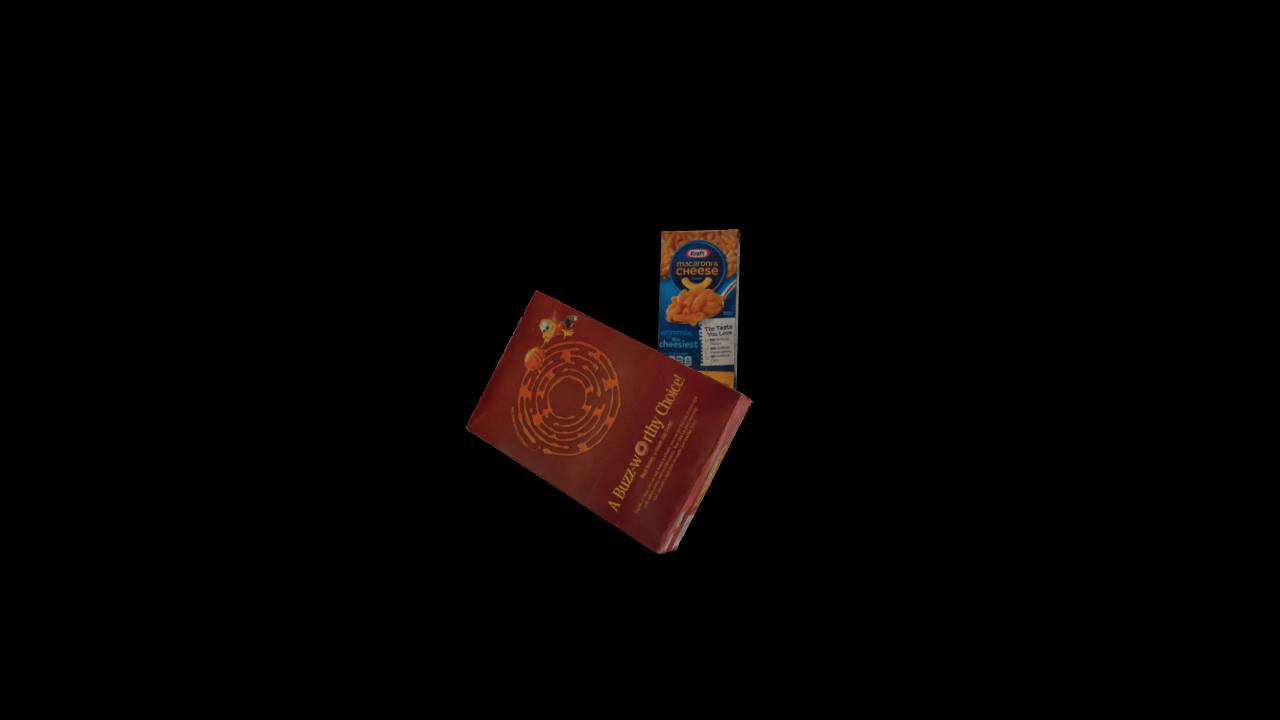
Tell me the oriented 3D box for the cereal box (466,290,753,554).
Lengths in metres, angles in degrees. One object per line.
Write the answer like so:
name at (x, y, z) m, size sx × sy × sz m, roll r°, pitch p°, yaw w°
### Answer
cereal box at (-0.045, 0.067, 0.755) m, size 0.306 × 0.203 × 0.081 m, roll 27°, pitch 0°, yaw 23°

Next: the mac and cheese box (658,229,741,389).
mac and cheese box at (0.069, -0.058, 0.719) m, size 0.093 × 0.184 × 0.041 m, roll 0°, pitch -3°, yaw 15°
